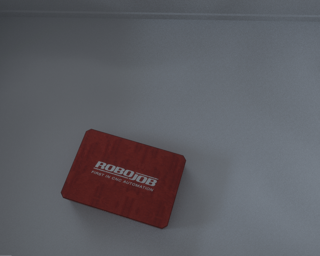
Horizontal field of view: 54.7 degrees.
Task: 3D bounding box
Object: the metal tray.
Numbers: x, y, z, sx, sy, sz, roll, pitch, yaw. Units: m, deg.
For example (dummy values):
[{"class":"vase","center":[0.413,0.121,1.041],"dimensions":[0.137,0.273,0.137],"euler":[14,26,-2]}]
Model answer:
[{"class":"metal tray","center":[-0.042,0.062,0.384],"dimensions":[0.131,0.030,0.090],"euler":[16,71,5]}]
